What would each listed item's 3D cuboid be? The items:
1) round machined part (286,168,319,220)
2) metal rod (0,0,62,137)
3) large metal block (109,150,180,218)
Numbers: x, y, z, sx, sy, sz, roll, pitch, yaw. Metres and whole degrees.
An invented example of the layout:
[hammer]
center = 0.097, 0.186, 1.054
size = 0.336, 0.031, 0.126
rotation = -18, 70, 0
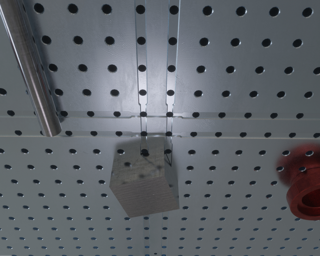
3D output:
[round machined part]
center = 0.249, 0.100, 0.488
size = 0.099, 0.042, 0.097
rotation = 0, 130, 0
[metal rod]
center = -0.147, -0.110, 0.316
size = 0.025, 0.025, 0.298
rotation = -1, 130, 1
[large metal block]
center = -0.021, 0.086, 0.468
size = 0.080, 0.050, 0.080
rotation = -13, 129, 11
